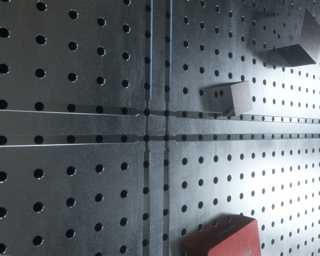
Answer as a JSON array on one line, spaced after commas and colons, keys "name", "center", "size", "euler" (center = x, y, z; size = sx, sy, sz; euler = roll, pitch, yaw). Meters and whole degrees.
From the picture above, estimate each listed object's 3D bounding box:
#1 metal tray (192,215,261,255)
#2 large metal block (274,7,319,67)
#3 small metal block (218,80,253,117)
[{"name": "metal tray", "center": [0.113, 0.208, 0.501], "size": [0.131, 0.030, 0.089], "euler": [-14, 99, -39]}, {"name": "large metal block", "center": [0.283, -0.181, 0.629], "size": [0.080, 0.050, 0.080], "euler": [25, 74, -37]}, {"name": "small metal block", "center": [0.126, -0.049, 0.515], "size": [0.050, 0.025, 0.050], "euler": [-19, 102, -38]}]
